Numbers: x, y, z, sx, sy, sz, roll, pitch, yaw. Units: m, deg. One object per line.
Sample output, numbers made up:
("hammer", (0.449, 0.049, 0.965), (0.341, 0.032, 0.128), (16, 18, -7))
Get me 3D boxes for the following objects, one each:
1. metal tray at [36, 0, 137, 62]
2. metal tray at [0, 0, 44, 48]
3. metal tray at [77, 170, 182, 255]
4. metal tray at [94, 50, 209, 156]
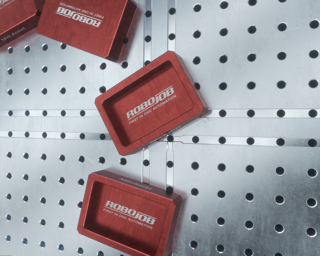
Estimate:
("metal tray", (-0.108, -0.159, 0.449), (0.130, 0.030, 0.090), (23, 98, 18))
("metal tray", (-0.248, -0.192, 0.499), (0.130, 0.030, 0.090), (-20, 83, 19))
("metal tray", (-0.044, 0.119, 0.425), (0.130, 0.030, 0.090), (15, 95, 19))
("metal tray", (-0.014, -0.030, 0.415), (0.130, 0.030, 0.090), (-30, 80, 17))
